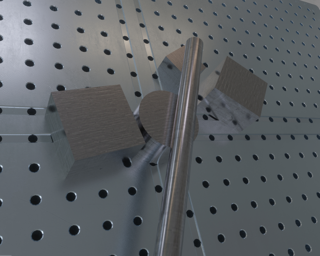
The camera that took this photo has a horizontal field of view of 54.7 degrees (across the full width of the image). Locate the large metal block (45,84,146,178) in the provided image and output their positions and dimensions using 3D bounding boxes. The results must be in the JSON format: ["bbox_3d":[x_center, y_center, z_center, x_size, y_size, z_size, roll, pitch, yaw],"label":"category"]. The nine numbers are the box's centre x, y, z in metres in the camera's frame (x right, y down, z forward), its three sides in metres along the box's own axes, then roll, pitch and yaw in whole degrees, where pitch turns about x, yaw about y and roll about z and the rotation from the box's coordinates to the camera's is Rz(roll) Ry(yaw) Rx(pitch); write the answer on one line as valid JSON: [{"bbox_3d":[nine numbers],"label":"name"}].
[{"bbox_3d":[-0.075,0.001,0.351,0.081,0.050,0.080,-12,68,-33],"label":"large metal block"}]

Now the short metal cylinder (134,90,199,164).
[{"bbox_3d":[0.002,-0.001,0.394,0.081,0.050,0.080,14,56,-21],"label":"short metal cylinder"}]

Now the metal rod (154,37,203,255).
[{"bbox_3d":[0.028,0.001,0.358,0.025,0.025,0.300,22,54,-16],"label":"metal rod"}]

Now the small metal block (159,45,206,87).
[{"bbox_3d":[0.036,-0.096,0.486,0.050,0.025,0.050,47,51,4],"label":"small metal block"}]

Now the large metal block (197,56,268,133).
[{"bbox_3d":[0.115,-0.053,0.486,0.080,0.050,0.080,32,52,-8],"label":"large metal block"}]
